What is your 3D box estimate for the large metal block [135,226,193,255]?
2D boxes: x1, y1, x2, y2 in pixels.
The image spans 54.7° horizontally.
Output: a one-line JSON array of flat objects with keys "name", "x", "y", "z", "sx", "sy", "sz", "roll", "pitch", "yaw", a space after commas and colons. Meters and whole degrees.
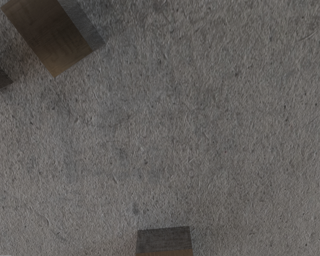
[{"name": "large metal block", "x": 0.009, "y": 0.201, "z": 0.470, "sx": 0.080, "sy": 0.050, "sz": 0.079, "roll": -6, "pitch": 110, "yaw": 2}]

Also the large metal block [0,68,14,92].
[{"name": "large metal block", "x": -0.233, "y": -0.062, "z": 0.355, "sx": 0.050, "sy": 0.080, "sz": 0.080, "roll": -34, "pitch": 107, "yaw": 11}]

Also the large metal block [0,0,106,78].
[{"name": "large metal block", "x": -0.109, "y": -0.109, "z": 0.339, "sx": 0.050, "sy": 0.080, "sz": 0.080, "roll": -31, "pitch": 107, "yaw": 11}]
